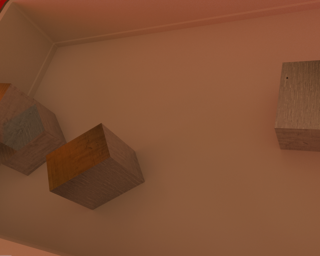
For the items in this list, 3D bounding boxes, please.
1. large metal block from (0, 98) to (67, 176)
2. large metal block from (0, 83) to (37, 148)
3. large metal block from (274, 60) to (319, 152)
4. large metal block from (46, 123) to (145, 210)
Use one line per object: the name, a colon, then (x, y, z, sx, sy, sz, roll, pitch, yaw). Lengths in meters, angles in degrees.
large metal block: (-0.204, 0.014, 0.489, 0.080, 0.050, 0.080, -38, 51, 2)
large metal block: (-0.251, -0.021, 0.471, 0.080, 0.050, 0.080, 6, 65, 31)
large metal block: (0.167, -0.022, 0.316, 0.080, 0.050, 0.080, 2, 63, 29)
large metal block: (-0.078, 0.050, 0.380, 0.080, 0.080, 0.050, -30, 52, 9)
